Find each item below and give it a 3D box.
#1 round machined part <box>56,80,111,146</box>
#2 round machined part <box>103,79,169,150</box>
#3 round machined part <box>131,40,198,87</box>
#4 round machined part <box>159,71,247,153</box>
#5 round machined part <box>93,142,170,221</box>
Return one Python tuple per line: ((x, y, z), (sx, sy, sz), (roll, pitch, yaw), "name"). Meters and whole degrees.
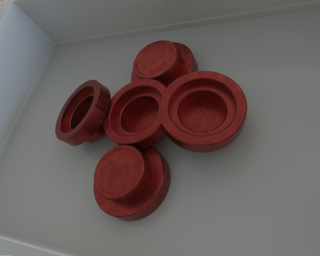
((-0.103, -0.018, 0.448), (0.098, 0.042, 0.098), (-28, 45, 32), "round machined part")
((-0.023, -0.014, 0.413), (0.098, 0.042, 0.098), (-13, 56, 21), "round machined part")
((0.001, -0.087, 0.445), (0.098, 0.042, 0.098), (-13, 56, 21), "round machined part")
((0.050, -0.016, 0.365), (0.098, 0.042, 0.098), (-4, 63, 8), "round machined part")
((-0.041, 0.059, 0.378), (0.098, 0.042, 0.098), (-13, 56, 21), "round machined part")
